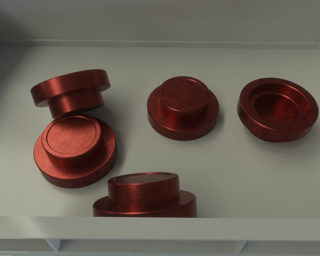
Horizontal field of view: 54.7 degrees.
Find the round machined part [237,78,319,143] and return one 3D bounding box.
[{"bbox_3d":[0.152,-0.019,0.412,0.099,0.042,0.098,0,50,0],"label":"round machined part"}]

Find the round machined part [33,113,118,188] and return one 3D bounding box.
[{"bbox_3d":[-0.103,0.020,0.376,0.099,0.042,0.098,0,50,0],"label":"round machined part"}]

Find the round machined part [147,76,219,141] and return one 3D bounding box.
[{"bbox_3d":[0.032,-0.034,0.423,0.099,0.042,0.098,0,50,0],"label":"round machined part"}]

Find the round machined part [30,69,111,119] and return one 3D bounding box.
[{"bbox_3d":[-0.112,-0.041,0.404,0.099,0.098,0.042,-17,92,-15],"label":"round machined part"}]

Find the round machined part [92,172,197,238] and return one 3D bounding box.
[{"bbox_3d":[-0.015,0.068,0.299,0.099,0.098,0.042,-4,90,-4],"label":"round machined part"}]
